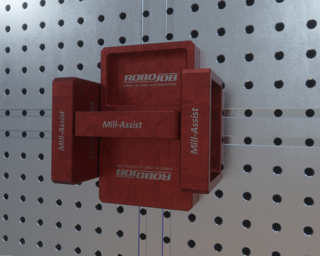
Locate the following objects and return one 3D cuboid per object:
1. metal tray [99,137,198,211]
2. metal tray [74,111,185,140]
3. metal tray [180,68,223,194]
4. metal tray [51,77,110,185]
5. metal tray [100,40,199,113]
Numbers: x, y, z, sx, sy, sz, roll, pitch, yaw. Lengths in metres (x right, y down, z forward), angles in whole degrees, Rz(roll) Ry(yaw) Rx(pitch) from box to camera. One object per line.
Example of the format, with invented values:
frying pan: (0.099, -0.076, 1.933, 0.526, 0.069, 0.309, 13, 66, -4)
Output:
metal tray: (-0.017, 0.057, 0.413, 0.130, 0.030, 0.089, 1, 90, 19)
metal tray: (-0.027, -0.004, 0.385, 0.130, 0.090, 0.030, 1, 91, 19)
metal tray: (0.050, 0.003, 0.359, 0.030, 0.090, 0.129, 1, 90, 20)
metal tray: (-0.102, 0.003, 0.412, 0.030, 0.090, 0.129, 1, 90, 20)
metal tray: (-0.015, -0.064, 0.414, 0.130, 0.030, 0.089, 1, 90, 19)
